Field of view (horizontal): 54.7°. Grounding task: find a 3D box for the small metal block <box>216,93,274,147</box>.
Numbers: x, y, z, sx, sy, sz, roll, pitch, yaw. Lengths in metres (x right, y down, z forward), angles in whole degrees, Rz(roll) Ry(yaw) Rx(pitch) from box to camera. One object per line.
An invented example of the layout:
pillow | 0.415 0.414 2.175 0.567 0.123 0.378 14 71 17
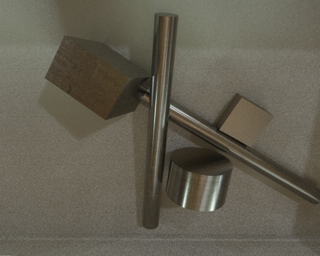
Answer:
small metal block | 0.111 -0.010 0.409 0.050 0.025 0.050 28 107 -11

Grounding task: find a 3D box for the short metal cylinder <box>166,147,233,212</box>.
short metal cylinder | 0.051 0.065 0.407 0.081 0.080 0.050 7 110 -3

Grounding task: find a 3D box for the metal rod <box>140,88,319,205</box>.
metal rod | 0.101 0.027 0.422 0.301 0.025 0.025 30 107 -11

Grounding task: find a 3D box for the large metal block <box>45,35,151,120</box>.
large metal block | -0.063 -0.057 0.348 0.080 0.080 0.050 34 107 9

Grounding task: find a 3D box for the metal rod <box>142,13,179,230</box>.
metal rod | -0.004 0.012 0.393 0.025 0.025 0.298 4 118 -2
